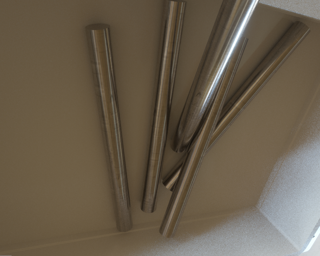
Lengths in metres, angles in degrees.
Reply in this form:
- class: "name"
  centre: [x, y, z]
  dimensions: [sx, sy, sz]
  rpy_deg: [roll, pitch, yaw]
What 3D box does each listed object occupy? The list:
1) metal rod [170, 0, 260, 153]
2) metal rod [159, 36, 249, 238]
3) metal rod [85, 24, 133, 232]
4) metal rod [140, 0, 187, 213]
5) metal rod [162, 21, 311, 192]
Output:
- class: "metal rod"
  centre: [0.047, -0.048, 0.314]
  dimensions: [0.025, 0.025, 0.298]
  rpy_deg: [-18, 155, -18]
- class: "metal rod"
  centre: [0.055, 0.020, 0.430]
  dimensions: [0.025, 0.025, 0.298]
  rpy_deg: [9, 107, -33]
- class: "metal rod"
  centre: [-0.058, 0.023, 0.392]
  dimensions: [0.025, 0.025, 0.298]
  rpy_deg: [-16, 125, -20]
- class: "metal rod"
  centre: [0.000, -0.008, 0.404]
  dimensions: [0.025, 0.025, 0.298]
  rpy_deg: [-7, 122, -25]
- class: "metal rod"
  centre: [0.106, -0.026, 0.452]
  dimensions: [0.025, 0.025, 0.299]
  rpy_deg: [33, 100, -39]
